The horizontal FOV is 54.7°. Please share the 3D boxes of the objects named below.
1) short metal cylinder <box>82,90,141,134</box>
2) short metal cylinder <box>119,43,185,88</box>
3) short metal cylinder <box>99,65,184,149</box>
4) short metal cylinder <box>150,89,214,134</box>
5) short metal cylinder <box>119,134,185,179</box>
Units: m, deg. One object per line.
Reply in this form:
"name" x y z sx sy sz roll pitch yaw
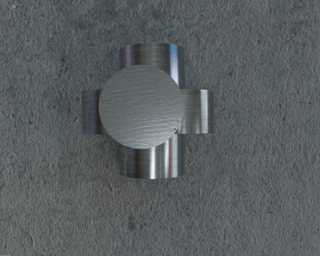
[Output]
"short metal cylinder" -0.055 -0.018 0.383 0.081 0.080 0.050 -1 90 -1
"short metal cylinder" -0.009 -0.070 0.383 0.081 0.080 0.050 -2 90 -1
"short metal cylinder" -0.018 -0.020 0.318 0.081 0.050 0.079 0 90 -1
"short metal cylinder" 0.026 -0.019 0.384 0.081 0.080 0.050 0 90 -1
"short metal cylinder" -0.010 0.031 0.383 0.081 0.080 0.050 0 90 -1
